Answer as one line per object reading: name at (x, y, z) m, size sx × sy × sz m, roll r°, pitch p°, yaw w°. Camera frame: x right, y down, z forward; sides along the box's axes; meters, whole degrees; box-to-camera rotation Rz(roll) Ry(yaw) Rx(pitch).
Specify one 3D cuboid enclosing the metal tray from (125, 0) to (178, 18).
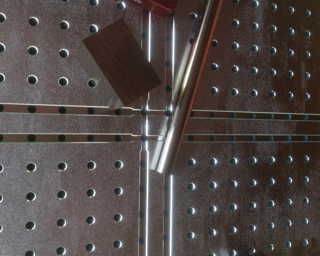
metal tray at (-0.032, -0.212, 0.397) m, size 0.131 × 0.030 × 0.090 m, roll 19°, pitch 84°, yaw -19°

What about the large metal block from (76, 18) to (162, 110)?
large metal block at (-0.052, -0.069, 0.364) m, size 0.050 × 0.080 × 0.080 m, roll -36°, pitch 102°, yaw -16°

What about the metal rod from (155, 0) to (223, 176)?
metal rod at (0.047, -0.082, 0.429) m, size 0.025 × 0.025 × 0.299 m, roll 19°, pitch 84°, yaw -19°
